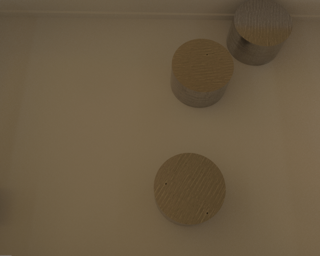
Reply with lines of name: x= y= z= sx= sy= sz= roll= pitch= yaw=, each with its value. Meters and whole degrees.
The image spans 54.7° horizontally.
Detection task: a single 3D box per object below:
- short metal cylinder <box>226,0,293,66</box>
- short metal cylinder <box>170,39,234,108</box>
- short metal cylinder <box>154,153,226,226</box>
short metal cylinder: x=0.142 y=-0.138 z=0.449 sx=0.081 sy=0.050 sz=0.080 roll=0 pitch=70 yaw=0
short metal cylinder: x=0.055 y=-0.074 z=0.424 sx=0.081 sy=0.050 sz=0.080 roll=0 pitch=70 yaw=0
short metal cylinder: x=0.033 y=0.075 z=0.370 sx=0.081 sy=0.050 sz=0.080 roll=0 pitch=70 yaw=0
